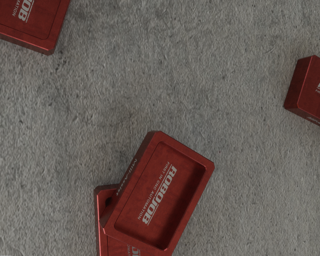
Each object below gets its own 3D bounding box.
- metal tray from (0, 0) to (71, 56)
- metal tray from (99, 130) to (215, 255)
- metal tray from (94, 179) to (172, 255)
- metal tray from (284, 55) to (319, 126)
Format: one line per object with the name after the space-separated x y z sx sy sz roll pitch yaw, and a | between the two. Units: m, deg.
-0.147 -0.160 0.351 0.091 0.030 0.129 18 84 -19 | metal tray
-0.002 0.079 0.373 0.090 0.030 0.130 32 80 -18 | metal tray
-0.034 0.136 0.393 0.091 0.030 0.129 -3 91 -20 | metal tray
0.273 -0.051 0.507 0.131 0.030 0.090 22 83 -19 | metal tray
